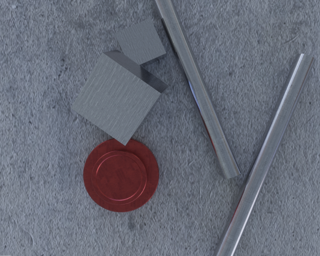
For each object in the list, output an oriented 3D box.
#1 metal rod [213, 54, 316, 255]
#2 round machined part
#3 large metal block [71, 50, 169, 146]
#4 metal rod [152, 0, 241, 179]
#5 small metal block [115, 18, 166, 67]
[{"bbox_3d":[0.137,0.044,0.411,0.025,0.025,0.299,23,90,-1],"label":"metal rod"},{"bbox_3d":[-0.050,0.061,0.401,0.099,0.042,0.097,0,90,-1],"label":"round machined part"},{"bbox_3d":[-0.048,-0.039,0.384,0.080,0.050,0.080,35,111,-1],"label":"large metal block"},{"bbox_3d":[0.040,-0.076,0.410,0.025,0.025,0.299,-22,90,0],"label":"metal rod"},{"bbox_3d":[-0.025,-0.109,0.410,0.050,0.025,0.050,-24,90,-1],"label":"small metal block"}]
